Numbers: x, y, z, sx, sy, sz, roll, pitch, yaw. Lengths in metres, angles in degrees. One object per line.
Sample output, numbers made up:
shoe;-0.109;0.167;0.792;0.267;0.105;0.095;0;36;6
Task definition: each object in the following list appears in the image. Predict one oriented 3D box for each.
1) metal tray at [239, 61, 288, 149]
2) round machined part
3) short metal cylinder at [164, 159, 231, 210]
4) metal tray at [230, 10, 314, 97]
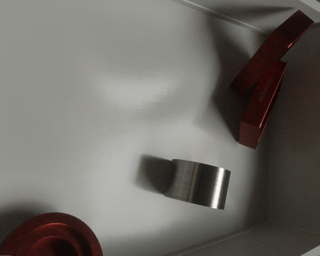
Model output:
metal tray;0.172;-0.040;0.519;0.130;0.030;0.090;-60;157;-20
round machined part;-0.106;0.134;0.291;0.099;0.042;0.098;25;48;-31
short metal cylinder;0.050;0.075;0.415;0.080;0.080;0.050;21;77;-39
metal tray;0.173;-0.114;0.490;0.030;0.129;0.090;44;57;9
